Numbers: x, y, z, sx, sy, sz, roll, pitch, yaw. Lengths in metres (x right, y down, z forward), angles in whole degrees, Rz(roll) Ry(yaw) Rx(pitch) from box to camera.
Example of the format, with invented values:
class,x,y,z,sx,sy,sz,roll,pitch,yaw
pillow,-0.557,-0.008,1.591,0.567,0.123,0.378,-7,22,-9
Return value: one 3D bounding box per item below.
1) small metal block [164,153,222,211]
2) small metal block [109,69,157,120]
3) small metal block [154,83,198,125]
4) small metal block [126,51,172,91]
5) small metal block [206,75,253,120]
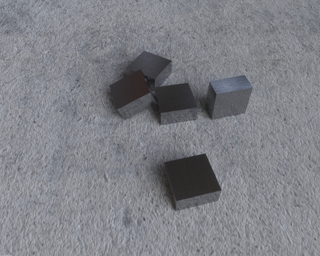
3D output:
class,x,y,z,sx,sy,sz,roll,pitch,yaw
small metal block,0.035,0.061,0.352,0.050,0.025,0.050,-11,51,-10
small metal block,-0.038,-0.047,0.431,0.050,0.025,0.050,-27,52,6
small metal block,0.021,-0.034,0.432,0.050,0.025,0.050,-9,51,-8
small metal block,-0.016,-0.088,0.477,0.050,0.025,0.050,25,54,19
small metal block,0.093,-0.041,0.422,0.050,0.050,0.025,-11,51,-9
